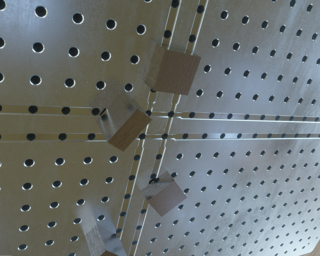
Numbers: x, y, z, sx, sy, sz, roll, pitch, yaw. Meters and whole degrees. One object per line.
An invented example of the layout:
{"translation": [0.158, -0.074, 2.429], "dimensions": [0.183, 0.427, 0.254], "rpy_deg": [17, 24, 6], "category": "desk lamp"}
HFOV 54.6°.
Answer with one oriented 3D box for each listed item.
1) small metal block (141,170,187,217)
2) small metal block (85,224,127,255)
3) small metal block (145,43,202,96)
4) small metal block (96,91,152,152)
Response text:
{"translation": [0.007, 0.102, 0.477], "dimensions": [0.050, 0.025, 0.050], "rpy_deg": [-36, 129, -4], "category": "small metal block"}
{"translation": [-0.080, 0.178, 0.461], "dimensions": [0.025, 0.050, 0.050], "rpy_deg": [-44, 129, 2], "category": "small metal block"}
{"translation": [0.015, -0.070, 0.376], "dimensions": [0.050, 0.025, 0.050], "rpy_deg": [4, 116, -30], "category": "small metal block"}
{"translation": [-0.044, -0.009, 0.365], "dimensions": [0.050, 0.050, 0.025], "rpy_deg": [-48, 129, 5], "category": "small metal block"}
